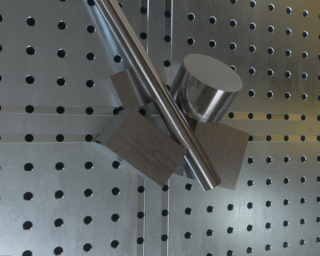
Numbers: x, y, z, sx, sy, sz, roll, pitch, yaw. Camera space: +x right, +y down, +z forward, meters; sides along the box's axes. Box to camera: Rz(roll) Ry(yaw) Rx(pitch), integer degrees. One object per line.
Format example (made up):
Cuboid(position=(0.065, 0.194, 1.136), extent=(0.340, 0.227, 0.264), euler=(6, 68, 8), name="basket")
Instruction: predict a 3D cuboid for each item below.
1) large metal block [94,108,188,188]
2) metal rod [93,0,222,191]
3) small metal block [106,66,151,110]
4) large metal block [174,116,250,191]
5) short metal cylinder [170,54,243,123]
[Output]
Cuboid(position=(-0.027, 0.022, 0.374), extent=(0.080, 0.080, 0.050), euler=(39, 78, -16), name="large metal block")
Cuboid(position=(-0.011, -0.060, 0.377), extent=(0.025, 0.025, 0.299), euler=(-30, 89, -18), name="metal rod")
Cuboid(position=(-0.035, -0.051, 0.401), extent=(0.050, 0.025, 0.050), euler=(-26, 99, -19), name="small metal block")
Cuboid(position=(0.066, 0.034, 0.424), extent=(0.081, 0.050, 0.080), euler=(19, 84, -20), name="large metal block")
Cuboid(position=(0.058, -0.052, 0.399), extent=(0.081, 0.080, 0.050), euler=(9, 131, -20), name="short metal cylinder")
